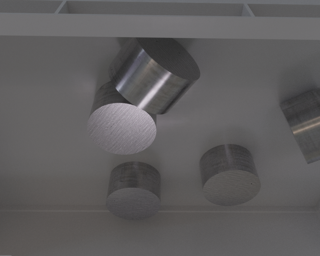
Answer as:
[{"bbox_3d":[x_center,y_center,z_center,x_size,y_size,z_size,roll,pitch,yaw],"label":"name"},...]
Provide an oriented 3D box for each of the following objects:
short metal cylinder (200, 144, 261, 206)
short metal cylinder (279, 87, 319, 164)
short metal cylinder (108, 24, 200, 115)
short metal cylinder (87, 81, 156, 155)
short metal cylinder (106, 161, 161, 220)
[{"bbox_3d":[0.100,0.069,0.453,0.081,0.050,0.079,0,130,0],"label":"short metal cylinder"},{"bbox_3d":[0.185,-0.003,0.372,0.050,0.080,0.080,-25,126,20],"label":"short metal cylinder"},{"bbox_3d":[-0.006,-0.060,0.321,0.080,0.080,0.050,28,125,-22],"label":"short metal cylinder"},{"bbox_3d":[-0.044,-0.013,0.381,0.081,0.050,0.079,0,130,0],"label":"short metal cylinder"},{"bbox_3d":[-0.039,0.097,0.475,0.081,0.050,0.079,0,130,0],"label":"short metal cylinder"}]
